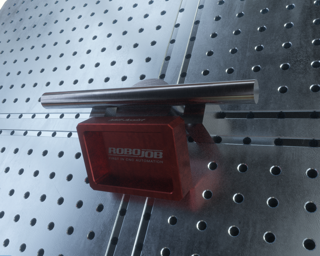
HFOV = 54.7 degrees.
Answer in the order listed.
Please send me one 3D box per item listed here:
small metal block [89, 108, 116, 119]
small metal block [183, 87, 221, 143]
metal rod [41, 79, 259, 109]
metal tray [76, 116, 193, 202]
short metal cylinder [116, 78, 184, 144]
[{"bbox_3d":[-0.071,-0.018,0.441,0.025,0.050,0.050,-1,61,28],"label":"small metal block"},{"bbox_3d":[0.051,-0.015,0.375,0.025,0.050,0.050,-1,61,28],"label":"small metal block"},{"bbox_3d":[-0.034,-0.039,0.386,0.300,0.025,0.025,1,62,29],"label":"metal rod"},{"bbox_3d":[-0.032,0.033,0.366,0.130,0.089,0.030,1,19,28],"label":"metal tray"},{"bbox_3d":[-0.010,-0.018,0.408,0.080,0.050,0.080,-13,56,21],"label":"short metal cylinder"}]
